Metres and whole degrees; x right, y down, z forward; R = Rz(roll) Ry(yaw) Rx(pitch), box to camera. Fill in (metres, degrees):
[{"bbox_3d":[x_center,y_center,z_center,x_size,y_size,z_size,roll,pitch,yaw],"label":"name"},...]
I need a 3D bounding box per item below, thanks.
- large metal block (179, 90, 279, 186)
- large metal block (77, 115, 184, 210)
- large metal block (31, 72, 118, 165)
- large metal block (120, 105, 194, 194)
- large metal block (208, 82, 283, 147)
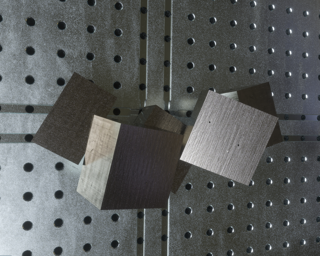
[{"bbox_3d":[0.073,0.008,0.354,0.080,0.050,0.080,22,96,-4],"label":"large metal block"},{"bbox_3d":[-0.030,0.036,0.319,0.081,0.050,0.080,11,93,-41],"label":"large metal block"},{"bbox_3d":[-0.098,-0.010,0.347,0.050,0.080,0.080,32,80,-18],"label":"large metal block"},{"bbox_3d":[-0.002,0.027,0.399,0.080,0.050,0.080,34,79,-17],"label":"large metal block"},{"bbox_3d":[0.113,-0.014,0.426,0.050,0.080,0.080,-17,96,-19],"label":"large metal block"}]
